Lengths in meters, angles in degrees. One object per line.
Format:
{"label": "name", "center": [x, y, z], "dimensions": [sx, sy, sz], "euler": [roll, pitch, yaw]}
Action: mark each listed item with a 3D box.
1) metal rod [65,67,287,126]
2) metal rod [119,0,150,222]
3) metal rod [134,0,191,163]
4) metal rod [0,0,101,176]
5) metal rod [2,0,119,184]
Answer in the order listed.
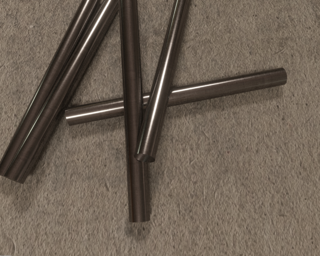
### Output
{"label": "metal rod", "center": [0.025, -0.044, 0.424], "dimensions": [0.302, 0.025, 0.025], "euler": [-11, 71, -5]}
{"label": "metal rod", "center": [-0.034, -0.036, 0.393], "dimensions": [0.025, 0.025, 0.298], "euler": [-4, 80, -2]}
{"label": "metal rod", "center": [0.012, -0.095, 0.422], "dimensions": [0.025, 0.025, 0.300], "euler": [11, 63, 4]}
{"label": "metal rod", "center": [-0.147, -0.074, 0.433], "dimensions": [0.025, 0.025, 0.299], "euler": [17, 71, 5]}
{"label": "metal rod", "center": [-0.123, -0.068, 0.422], "dimensions": [0.025, 0.025, 0.300], "euler": [19, 68, 6]}
